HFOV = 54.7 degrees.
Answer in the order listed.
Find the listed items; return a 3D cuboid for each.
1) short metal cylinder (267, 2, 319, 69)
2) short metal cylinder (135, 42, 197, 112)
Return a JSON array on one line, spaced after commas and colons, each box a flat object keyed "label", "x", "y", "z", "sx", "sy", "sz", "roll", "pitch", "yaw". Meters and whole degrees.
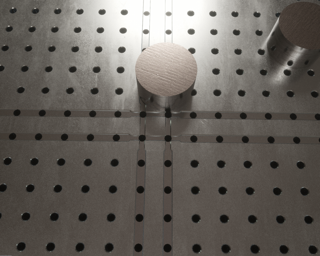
[{"label": "short metal cylinder", "x": 0.204, "y": -0.134, "z": 0.450, "sx": 0.081, "sy": 0.050, "sz": 0.080, "roll": 0, "pitch": 70, "yaw": 0}, {"label": "short metal cylinder", "x": 0.008, "y": -0.069, "z": 0.424, "sx": 0.081, "sy": 0.050, "sz": 0.080, "roll": 0, "pitch": 70, "yaw": -1}]
